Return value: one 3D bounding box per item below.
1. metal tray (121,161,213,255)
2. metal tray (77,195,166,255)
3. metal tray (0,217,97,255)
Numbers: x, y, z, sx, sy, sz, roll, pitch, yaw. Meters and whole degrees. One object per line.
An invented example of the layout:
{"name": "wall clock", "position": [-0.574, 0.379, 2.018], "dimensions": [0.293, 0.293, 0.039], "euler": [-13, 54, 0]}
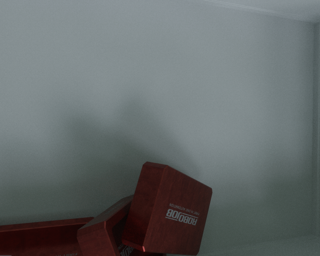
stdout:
{"name": "metal tray", "position": [0.016, 0.101, 0.373], "dimensions": [0.130, 0.030, 0.090], "euler": [35, 66, -51]}
{"name": "metal tray", "position": [-0.034, 0.129, 0.337], "dimensions": [0.030, 0.130, 0.090], "euler": [-22, 86, 12]}
{"name": "metal tray", "position": [-0.127, 0.142, 0.327], "dimensions": [0.131, 0.090, 0.030], "euler": [0, 117, -20]}
